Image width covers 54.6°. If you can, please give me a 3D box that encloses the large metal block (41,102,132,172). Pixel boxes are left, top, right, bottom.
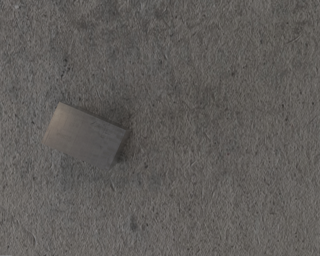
[{"bbox_3d":[-0.084,0.009,0.382,0.080,0.080,0.050,23,90,0],"label":"large metal block"}]
